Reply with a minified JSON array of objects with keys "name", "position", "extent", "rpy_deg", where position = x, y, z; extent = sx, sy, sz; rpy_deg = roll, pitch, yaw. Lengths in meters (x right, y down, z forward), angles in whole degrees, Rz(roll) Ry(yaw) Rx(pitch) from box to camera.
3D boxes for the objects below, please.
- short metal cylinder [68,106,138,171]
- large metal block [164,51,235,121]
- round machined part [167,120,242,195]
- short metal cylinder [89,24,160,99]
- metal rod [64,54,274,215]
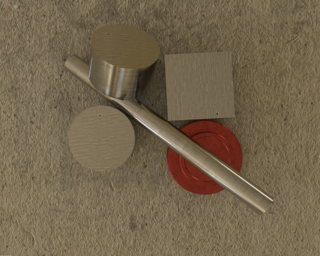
[{"name":"short metal cylinder","position":[-0.071,0.012,0.399],"extent":[0.081,0.050,0.080],"rpy_deg":[0,90,0]},{"name":"large metal block","position":[0.048,-0.051,0.397],"extent":[0.081,0.050,0.080],"rpy_deg":[-3,90,0]},{"name":"round machined part","position":[0.058,0.038,0.402],"extent":[0.099,0.042,0.097],"rpy_deg":[0,90,0]},{"name":"short metal cylinder","position":[-0.045,-0.082,0.379],"extent":[0.081,0.050,0.080],"rpy_deg":[9,51,-11]},{"name":"metal rod","position":[0.001,0.000,0.377],"extent":[0.300,0.025,0.025],"rpy_deg":[36,90,13]}]
